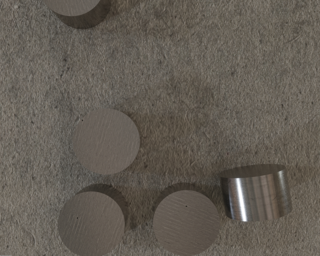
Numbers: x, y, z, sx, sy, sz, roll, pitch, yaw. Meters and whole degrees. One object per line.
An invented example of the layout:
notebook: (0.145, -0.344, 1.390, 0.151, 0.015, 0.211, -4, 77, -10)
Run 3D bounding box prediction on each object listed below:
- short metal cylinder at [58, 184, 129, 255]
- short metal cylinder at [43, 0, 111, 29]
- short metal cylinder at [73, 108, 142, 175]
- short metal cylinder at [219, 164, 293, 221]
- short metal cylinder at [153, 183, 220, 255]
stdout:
short metal cylinder: (-0.083, 0.116, 0.397, 0.081, 0.050, 0.080, 0, 90, 0)
short metal cylinder: (-0.106, -0.174, 0.396, 0.081, 0.050, 0.080, 0, 90, 0)
short metal cylinder: (-0.064, 0.016, 0.397, 0.081, 0.050, 0.080, 0, 90, 0)
short metal cylinder: (0.117, 0.077, 0.383, 0.080, 0.080, 0.050, -10, 90, 0)
short metal cylinder: (0.032, 0.114, 0.398, 0.081, 0.050, 0.080, 0, 90, 0)
